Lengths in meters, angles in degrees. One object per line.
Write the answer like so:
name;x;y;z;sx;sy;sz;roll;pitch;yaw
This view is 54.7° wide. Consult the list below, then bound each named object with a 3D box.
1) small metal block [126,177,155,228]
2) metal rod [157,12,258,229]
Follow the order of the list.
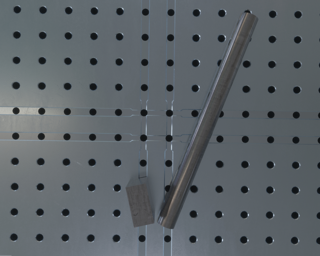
small metal block;-0.024;0.094;0.401;0.025;0.050;0.050;-12;90;0
metal rod;0.063;-0.010;0.413;0.025;0.025;0.299;22;90;0
